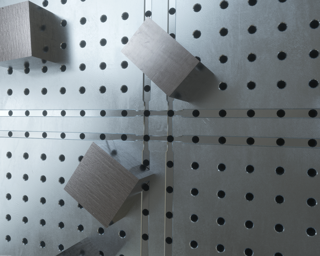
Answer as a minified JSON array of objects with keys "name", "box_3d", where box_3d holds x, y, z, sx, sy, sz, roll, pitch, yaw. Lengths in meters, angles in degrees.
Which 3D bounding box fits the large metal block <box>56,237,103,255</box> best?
[{"name":"large metal block","box_3d":[-0.131,0.211,0.430,0.050,0.080,0.080,43,104,15]}]

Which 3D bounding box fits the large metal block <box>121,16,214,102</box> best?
[{"name":"large metal block","box_3d":[0.012,-0.080,0.379,0.080,0.080,0.050,45,104,14]}]

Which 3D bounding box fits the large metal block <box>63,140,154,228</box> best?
[{"name":"large metal block","box_3d":[-0.070,0.073,0.424,0.080,0.050,0.080,37,102,16]}]

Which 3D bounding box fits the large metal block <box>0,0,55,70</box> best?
[{"name":"large metal block","box_3d":[-0.213,-0.139,0.475,0.080,0.050,0.080,-4,89,20]}]
